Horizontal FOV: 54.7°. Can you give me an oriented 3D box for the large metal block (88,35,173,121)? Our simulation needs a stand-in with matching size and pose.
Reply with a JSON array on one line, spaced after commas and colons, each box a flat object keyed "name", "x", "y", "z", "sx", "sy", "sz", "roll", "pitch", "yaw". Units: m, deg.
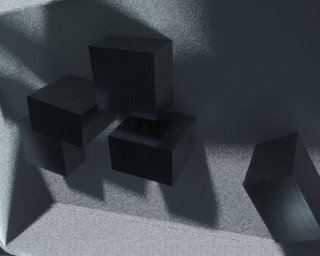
[{"name": "large metal block", "x": -0.031, "y": -0.062, "z": 0.369, "sx": 0.080, "sy": 0.050, "sz": 0.079, "roll": 12, "pitch": 123, "yaw": 21}]

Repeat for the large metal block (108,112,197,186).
[{"name": "large metal block", "x": -0.006, "y": 0.019, "z": 0.387, "sx": 0.080, "sy": 0.080, "sz": 0.050, "roll": 12, "pitch": 124, "yaw": 21}]

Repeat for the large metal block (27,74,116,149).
[{"name": "large metal block", "x": -0.114, "y": -0.026, "z": 0.415, "sx": 0.080, "sy": 0.080, "sz": 0.050, "roll": 19, "pitch": 126, "yaw": 17}]

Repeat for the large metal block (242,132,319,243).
[{"name": "large metal block", "x": 0.139, "y": 0.064, "z": 0.339, "sx": 0.050, "sy": 0.080, "sz": 0.080, "roll": -22, "pitch": 107, "yaw": 36}]

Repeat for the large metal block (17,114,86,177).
[{"name": "large metal block", "x": -0.170, "y": 0.022, "z": 0.493, "sx": 0.080, "sy": 0.050, "sz": 0.079, "roll": 16, "pitch": 125, "yaw": 19}]
